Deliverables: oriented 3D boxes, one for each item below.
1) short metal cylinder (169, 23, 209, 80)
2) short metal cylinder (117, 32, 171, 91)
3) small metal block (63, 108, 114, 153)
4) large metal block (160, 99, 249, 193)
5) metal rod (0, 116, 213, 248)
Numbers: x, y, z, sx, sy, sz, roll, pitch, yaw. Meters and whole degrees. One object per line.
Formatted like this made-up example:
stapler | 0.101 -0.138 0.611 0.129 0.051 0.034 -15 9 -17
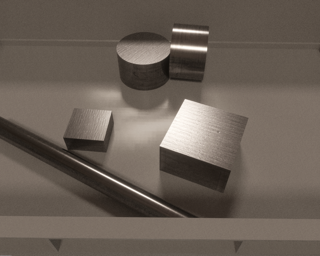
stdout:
short metal cylinder | 0.043 -0.114 0.466 0.050 0.080 0.080 6 50 5
short metal cylinder | -0.024 -0.103 0.475 0.081 0.050 0.080 0 50 0
small metal block | -0.091 0.002 0.402 0.050 0.025 0.050 4 50 3
large metal block | 0.052 0.020 0.373 0.080 0.050 0.080 18 52 14
metal rod | -0.083 0.053 0.359 0.301 0.025 0.025 23 54 18
